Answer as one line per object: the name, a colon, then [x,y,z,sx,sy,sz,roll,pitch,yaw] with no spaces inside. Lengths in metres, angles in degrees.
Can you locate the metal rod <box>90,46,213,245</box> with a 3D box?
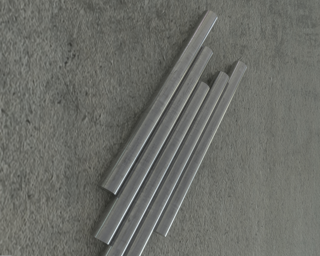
metal rod: [0.000,0.006,0.408,0.025,0.025,0.300,44,63,-32]

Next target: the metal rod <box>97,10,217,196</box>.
metal rod: [0.007,-0.049,0.414,0.025,0.025,0.300,44,64,-32]

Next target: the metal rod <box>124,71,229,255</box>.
metal rod: [0.029,0.039,0.433,0.025,0.025,0.300,44,64,-32]

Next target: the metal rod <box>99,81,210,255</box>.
metal rod: [-0.006,0.059,0.403,0.025,0.025,0.300,44,63,-32]

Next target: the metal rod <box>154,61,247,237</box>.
metal rod: [0.065,0.017,0.463,0.025,0.025,0.300,44,64,-32]
